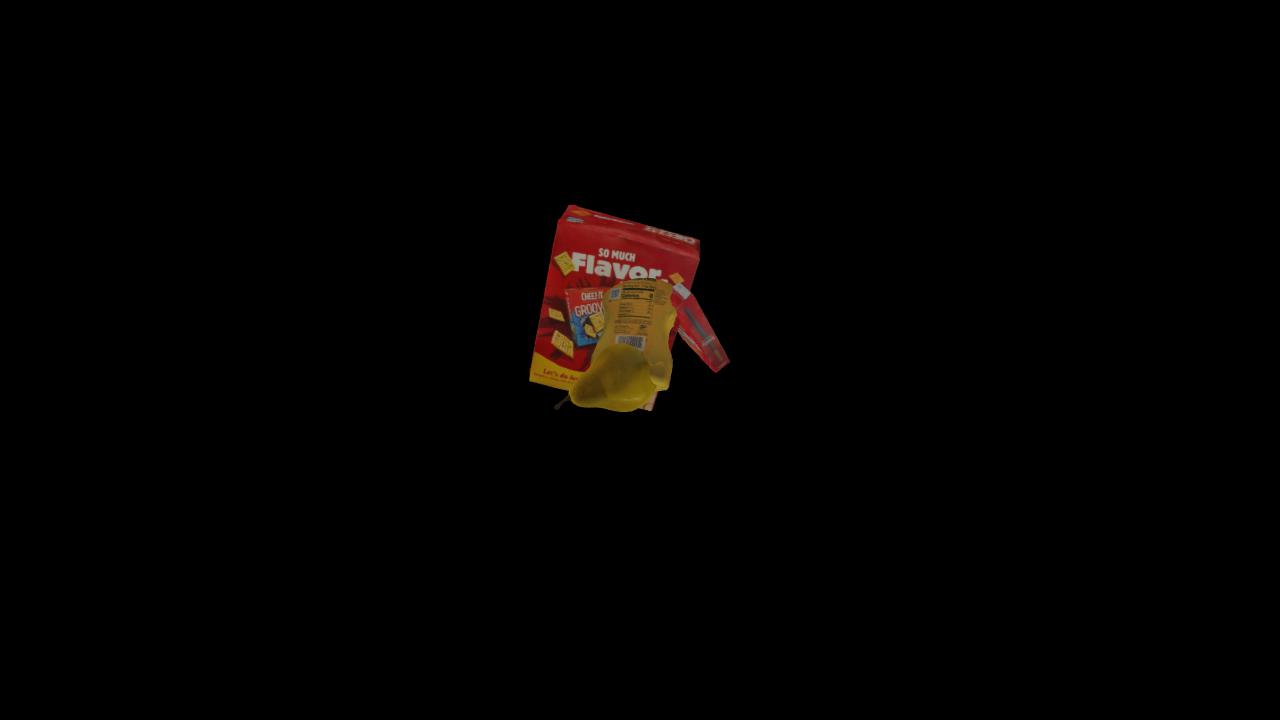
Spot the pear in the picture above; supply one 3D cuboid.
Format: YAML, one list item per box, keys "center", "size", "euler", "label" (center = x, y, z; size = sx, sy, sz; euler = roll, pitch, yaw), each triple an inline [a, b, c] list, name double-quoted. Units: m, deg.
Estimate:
- center: [-0.040, 0.024, 0.665]
  size: [0.111, 0.080, 0.080]
  euler: [-13, 5, -23]
  label: "pear"

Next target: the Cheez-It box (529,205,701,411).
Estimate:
- center: [-0.035, -0.058, 0.753]
  size: [0.166, 0.223, 0.071]
  euler: [14, 31, -2]
  label: "Cheez-It box"

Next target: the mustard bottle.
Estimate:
- center: [0.000, -0.058, 0.702]
  size: [0.092, 0.184, 0.054]
  euler: [2, -21, 17]
  label: "mustard bottle"

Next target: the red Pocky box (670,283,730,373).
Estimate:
- center: [0.058, -0.050, 0.758]
  size: [0.083, 0.028, 0.155]
  euler: [47, -3, 39]
  label: "red Pocky box"
